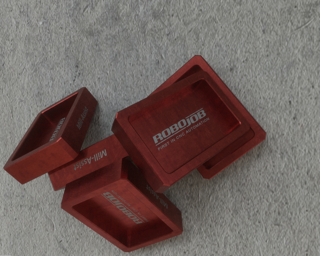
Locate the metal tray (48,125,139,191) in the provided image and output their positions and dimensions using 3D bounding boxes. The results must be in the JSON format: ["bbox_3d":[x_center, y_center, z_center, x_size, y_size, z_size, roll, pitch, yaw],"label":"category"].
[{"bbox_3d":[-0.065,0.037,0.397,0.130,0.090,0.030,-26,82,18],"label":"metal tray"}]

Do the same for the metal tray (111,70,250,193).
[{"bbox_3d":[0.025,-0.001,0.341,0.131,0.030,0.090,-30,77,-28],"label":"metal tray"}]

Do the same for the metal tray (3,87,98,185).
[{"bbox_3d":[-0.137,0.005,0.407,0.090,0.130,0.030,-25,120,18],"label":"metal tray"}]

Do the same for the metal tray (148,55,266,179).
[{"bbox_3d":[0.056,-0.014,0.387,0.090,0.030,0.130,-40,78,15],"label":"metal tray"}]

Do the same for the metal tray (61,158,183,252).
[{"bbox_3d":[-0.041,0.100,0.377,0.090,0.130,0.030,-26,37,18],"label":"metal tray"}]
